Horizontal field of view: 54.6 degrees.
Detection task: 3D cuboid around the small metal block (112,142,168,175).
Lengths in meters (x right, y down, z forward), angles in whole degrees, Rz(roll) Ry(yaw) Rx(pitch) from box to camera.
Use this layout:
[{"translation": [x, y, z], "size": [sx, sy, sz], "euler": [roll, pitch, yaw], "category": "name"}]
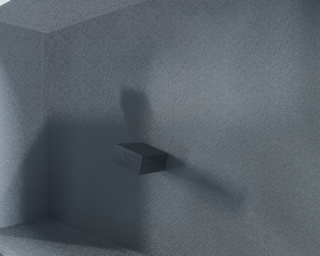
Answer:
[{"translation": [-0.026, 0.039, 0.413], "size": [0.050, 0.050, 0.025], "euler": [20, 103, 38], "category": "small metal block"}]
